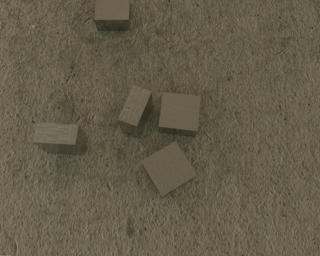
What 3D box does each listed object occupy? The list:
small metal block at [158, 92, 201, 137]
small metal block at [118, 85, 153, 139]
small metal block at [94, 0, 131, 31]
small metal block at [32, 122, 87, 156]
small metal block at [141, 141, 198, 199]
[{"bbox_3d":[0.026,-0.018,0.415,0.050,0.025,0.050,7,70,2],"label":"small metal block"},{"bbox_3d":[-0.030,-0.020,0.402,0.025,0.050,0.050,19,71,7],"label":"small metal block"},{"bbox_3d":[-0.071,-0.177,0.472,0.050,0.025,0.050,0,70,0],"label":"small metal block"},{"bbox_3d":[-0.123,0.015,0.388,0.050,0.050,0.025,3,70,1],"label":"small metal block"},{"bbox_3d":[0.011,0.053,0.389,0.050,0.025,0.050,-29,73,-10],"label":"small metal block"}]
